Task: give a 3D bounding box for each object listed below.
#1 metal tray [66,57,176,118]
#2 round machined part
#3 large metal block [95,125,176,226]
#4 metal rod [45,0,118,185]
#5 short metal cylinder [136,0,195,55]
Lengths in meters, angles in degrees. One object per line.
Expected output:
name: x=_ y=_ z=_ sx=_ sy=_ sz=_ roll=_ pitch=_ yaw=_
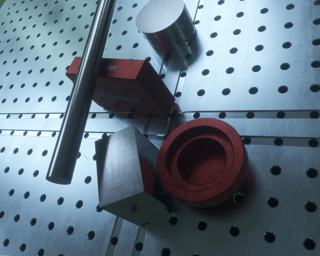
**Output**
metal tray: x=-0.054 y=-0.057 z=0.429 sx=0.130 sy=0.090 sz=0.030 roll=11 pitch=67 yaw=32
round machined part: x=0.049 y=0.041 z=0.346 sx=0.098 sy=0.042 sz=0.098 roll=-13 pitch=56 yaw=21
large metal block: x=-0.028 y=0.056 z=0.353 sx=0.050 sy=0.080 sz=0.080 roll=-23 pitch=53 yaw=14
metal rod: x=-0.086 y=-0.077 z=0.383 sx=0.025 sy=0.025 sz=0.299 roll=-7 pitch=58 yaw=24
short metal cylinder: x=0.009 y=-0.162 z=0.487 sx=0.080 sy=0.050 sz=0.080 roll=-13 pitch=56 yaw=21
